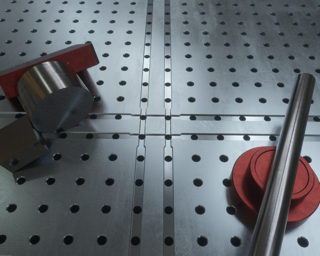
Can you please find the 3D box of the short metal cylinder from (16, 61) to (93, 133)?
[{"bbox_3d":[-0.135,-0.039,0.399,0.081,0.080,0.050,-28,62,-22],"label":"short metal cylinder"}]

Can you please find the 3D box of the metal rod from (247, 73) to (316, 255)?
[{"bbox_3d":[0.128,0.042,0.319,0.025,0.025,0.301,20,53,15],"label":"metal rod"}]

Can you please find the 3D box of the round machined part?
[{"bbox_3d":[0.131,0.059,0.349,0.099,0.042,0.098,0,50,0],"label":"round machined part"}]

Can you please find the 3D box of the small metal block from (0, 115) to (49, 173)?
[{"bbox_3d":[-0.173,0.019,0.382,0.050,0.025,0.050,-32,56,-7],"label":"small metal block"}]

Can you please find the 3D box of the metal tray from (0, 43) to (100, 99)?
[{"bbox_3d":[-0.164,-0.086,0.446,0.131,0.030,0.090,-27,24,-22],"label":"metal tray"}]
